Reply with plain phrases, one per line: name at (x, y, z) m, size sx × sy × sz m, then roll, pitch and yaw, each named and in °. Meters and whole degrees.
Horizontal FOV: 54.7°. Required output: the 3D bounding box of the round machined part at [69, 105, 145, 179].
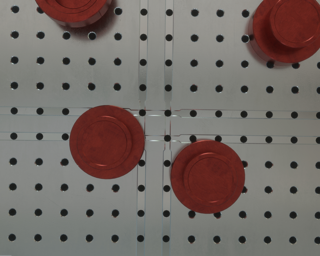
round machined part at (-0.069, 0.019, 0.404) m, size 0.099 × 0.042 × 0.097 m, roll 0°, pitch 90°, yaw -1°

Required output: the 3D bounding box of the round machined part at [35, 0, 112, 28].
round machined part at (-0.110, -0.179, 0.403) m, size 0.099 × 0.042 × 0.097 m, roll 0°, pitch 90°, yaw -1°

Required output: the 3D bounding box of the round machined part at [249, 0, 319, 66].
round machined part at (0.171, -0.134, 0.407) m, size 0.099 × 0.042 × 0.097 m, roll 0°, pitch 90°, yaw -1°

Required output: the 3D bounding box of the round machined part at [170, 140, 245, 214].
round machined part at (0.063, 0.064, 0.406) m, size 0.099 × 0.042 × 0.097 m, roll 0°, pitch 90°, yaw -1°
